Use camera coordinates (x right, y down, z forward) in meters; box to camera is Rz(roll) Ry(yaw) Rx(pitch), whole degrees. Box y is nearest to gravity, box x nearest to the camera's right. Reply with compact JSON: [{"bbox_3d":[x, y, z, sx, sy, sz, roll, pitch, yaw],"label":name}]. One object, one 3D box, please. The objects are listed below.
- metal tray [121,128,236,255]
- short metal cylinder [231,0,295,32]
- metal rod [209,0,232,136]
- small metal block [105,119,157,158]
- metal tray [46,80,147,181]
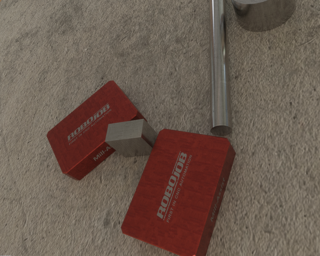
[{"bbox_3d":[0.022,0.069,0.346,0.090,0.030,0.130,9,66,31],"label":"metal tray"},{"bbox_3d":[0.140,-0.180,0.424,0.080,0.050,0.080,-13,56,20],"label":"short metal cylinder"},{"bbox_3d":[0.082,-0.127,0.437,0.025,0.025,0.299,-9,58,23],"label":"metal rod"},{"bbox_3d":[-0.033,0.014,0.395,0.050,0.050,0.025,-8,59,24],"label":"small metal block"},{"bbox_3d":[-0.094,0.001,0.447,0.130,0.030,0.090,-40,51,0],"label":"metal tray"}]
